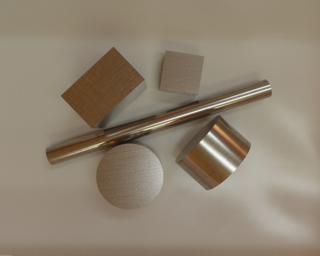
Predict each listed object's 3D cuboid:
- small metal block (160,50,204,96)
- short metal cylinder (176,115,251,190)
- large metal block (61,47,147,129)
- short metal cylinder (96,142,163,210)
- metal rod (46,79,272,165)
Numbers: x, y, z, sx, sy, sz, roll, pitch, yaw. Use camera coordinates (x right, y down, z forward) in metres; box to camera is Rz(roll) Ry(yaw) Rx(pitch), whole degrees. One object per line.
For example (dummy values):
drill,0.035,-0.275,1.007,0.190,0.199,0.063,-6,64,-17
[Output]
small metal block,0.028,-0.072,0.410,0.050,0.025,0.050,9,90,-1
short metal cylinder,0.065,0.030,0.384,0.050,0.080,0.080,43,90,-1
large metal block,-0.063,-0.045,0.382,0.080,0.080,0.050,-43,91,0
short metal cylinder,-0.036,0.058,0.396,0.081,0.050,0.079,0,90,-1
metal rod,-0.001,-0.008,0.410,0.302,0.025,0.025,-17,90,-1
